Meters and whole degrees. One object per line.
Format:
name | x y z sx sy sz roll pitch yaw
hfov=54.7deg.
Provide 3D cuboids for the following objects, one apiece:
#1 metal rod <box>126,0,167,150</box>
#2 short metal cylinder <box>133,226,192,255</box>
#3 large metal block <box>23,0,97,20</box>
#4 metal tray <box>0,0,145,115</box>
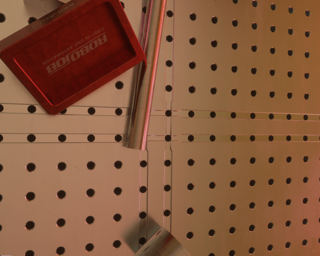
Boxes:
metal rod | -0.010 -0.121 0.408 0.025 0.025 0.298 9 87 -20
short metal cylinder | 0.012 0.171 0.388 0.050 0.080 0.080 -42 104 -15
large metal block | -0.105 -0.175 0.360 0.081 0.050 0.080 18 84 -19
metal tray | -0.092 -0.084 0.341 0.130 0.030 0.090 -33 132 -7
